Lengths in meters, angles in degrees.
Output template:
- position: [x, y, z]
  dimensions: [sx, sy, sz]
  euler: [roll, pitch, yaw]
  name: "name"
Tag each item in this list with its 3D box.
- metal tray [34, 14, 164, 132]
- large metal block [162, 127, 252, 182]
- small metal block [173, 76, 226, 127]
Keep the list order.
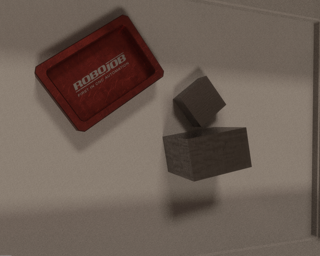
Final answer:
- position: [-0.072, -0.067, 0.381]
  dimensions: [0.131, 0.030, 0.090]
  euler: [-38, 102, -16]
  name: "metal tray"
- position: [0.059, 0.030, 0.404]
  dimensions: [0.081, 0.080, 0.050]
  euler: [-10, 94, -20]
  name: "large metal block"
- position: [0.055, -0.036, 0.432]
  dimensions: [0.050, 0.025, 0.050]
  euler: [-41, 103, -16]
  name: "small metal block"
